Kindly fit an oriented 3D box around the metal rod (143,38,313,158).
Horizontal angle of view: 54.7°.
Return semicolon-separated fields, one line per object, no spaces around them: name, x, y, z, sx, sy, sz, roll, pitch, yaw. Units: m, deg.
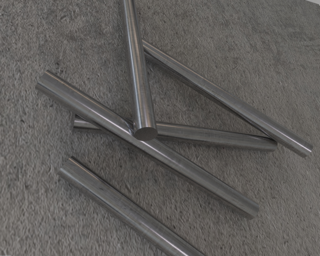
metal rod;0.092;-0.046;0.461;0.301;0.025;0.025;32;51;0

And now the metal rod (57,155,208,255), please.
metal rod;0.019;0.130;0.334;0.301;0.025;0.025;37;51;-3

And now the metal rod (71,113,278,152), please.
metal rod;0.037;0.008;0.417;0.302;0.025;0.025;7;59;-25

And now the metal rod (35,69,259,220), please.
metal rod;-0.002;0.028;0.363;0.301;0.025;0.025;33;51;-15

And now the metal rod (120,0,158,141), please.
metal rod;-0.035;-0.110;0.420;0.025;0.025;0.300;9;48;-23
